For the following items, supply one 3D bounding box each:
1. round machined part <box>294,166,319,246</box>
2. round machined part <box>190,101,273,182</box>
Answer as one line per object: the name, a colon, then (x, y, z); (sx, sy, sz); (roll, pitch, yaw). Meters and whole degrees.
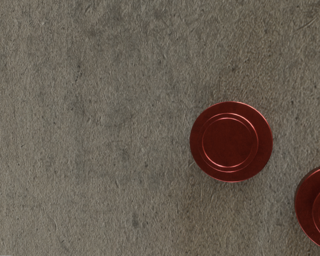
round machined part: (0.197, 0.087, 0.330); (0.098, 0.042, 0.097); (0, 90, 20)
round machined part: (0.083, 0.016, 0.371); (0.098, 0.042, 0.097); (0, 90, 20)
